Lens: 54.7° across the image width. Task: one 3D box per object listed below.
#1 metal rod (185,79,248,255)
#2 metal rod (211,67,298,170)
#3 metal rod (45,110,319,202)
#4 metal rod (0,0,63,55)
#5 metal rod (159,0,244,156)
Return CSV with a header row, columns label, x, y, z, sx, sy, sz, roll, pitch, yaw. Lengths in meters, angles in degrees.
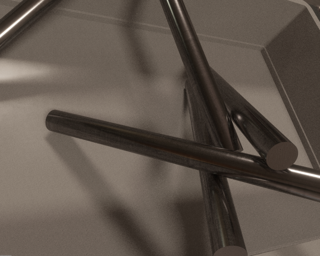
label,x,y,z,sx,sy,sz,roll,pitch,yaw
metal rod,0.051,0.013,0.352,0.025,0.025,0.300,24,29,-14
metal rod,0.078,-0.040,0.371,0.025,0.025,0.300,22,20,-15
metal rod,0.015,0.021,0.293,0.301,0.025,0.025,12,47,22
metal rod,-0.119,-0.151,0.343,0.025,0.025,0.300,44,80,1
metal rod,0.026,-0.110,0.348,0.025,0.025,0.299,-7,69,-32
